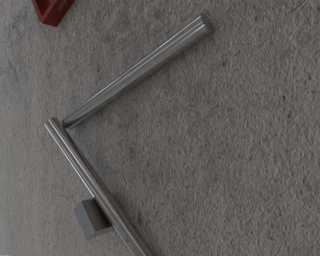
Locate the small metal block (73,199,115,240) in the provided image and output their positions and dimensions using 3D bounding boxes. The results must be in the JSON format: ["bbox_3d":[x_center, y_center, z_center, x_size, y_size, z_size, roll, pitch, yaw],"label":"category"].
[{"bbox_3d":[-0.094,0.133,0.466,0.025,0.050,0.050,-47,62,30],"label":"small metal block"}]

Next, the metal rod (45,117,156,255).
[{"bbox_3d":[-0.094,0.093,0.469,0.300,0.025,0.025,48,119,24],"label":"metal rod"}]

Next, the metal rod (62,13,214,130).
[{"bbox_3d":[-0.052,-0.065,0.447,0.299,0.025,0.025,-28,73,36],"label":"metal rod"}]

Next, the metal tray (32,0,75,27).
[{"bbox_3d":[-0.182,-0.258,0.551,0.130,0.030,0.090,-39,66,33],"label":"metal tray"}]
